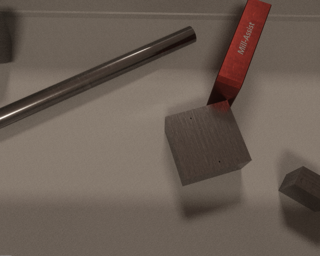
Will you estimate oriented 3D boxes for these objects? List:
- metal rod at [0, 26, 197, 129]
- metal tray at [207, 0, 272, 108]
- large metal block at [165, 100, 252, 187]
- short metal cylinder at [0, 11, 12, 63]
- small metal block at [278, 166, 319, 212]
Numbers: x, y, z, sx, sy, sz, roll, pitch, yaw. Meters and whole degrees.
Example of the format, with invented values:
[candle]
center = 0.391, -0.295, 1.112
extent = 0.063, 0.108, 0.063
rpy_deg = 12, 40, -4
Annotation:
[metal rod]
center = -0.086, -0.074, 0.435
extent = 0.302, 0.025, 0.025
rpy_deg = -26, 72, -10
[metal tray]
center = 0.102, -0.092, 0.409
extent = 0.030, 0.090, 0.130
rpy_deg = 22, 71, 7
[large metal block]
center = 0.056, 0.020, 0.390
extent = 0.081, 0.050, 0.080
rpy_deg = -15, 71, -6
[short metal cylinder]
center = -0.246, -0.126, 0.424
extent = 0.050, 0.080, 0.080
rpy_deg = -7, 70, -3
[small metal block]
center = 0.179, 0.074, 0.371
extent = 0.050, 0.050, 0.025
rpy_deg = 30, 73, 10
